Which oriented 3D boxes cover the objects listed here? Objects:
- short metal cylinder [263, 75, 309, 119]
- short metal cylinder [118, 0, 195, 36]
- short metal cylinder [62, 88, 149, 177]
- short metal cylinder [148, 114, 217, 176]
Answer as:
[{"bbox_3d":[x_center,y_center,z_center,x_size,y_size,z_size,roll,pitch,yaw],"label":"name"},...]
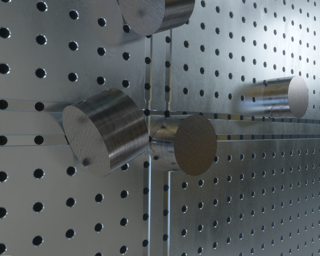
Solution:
[{"bbox_3d":[0.242,-0.058,0.595,0.081,0.050,0.079,0,90,-40],"label":"short metal cylinder"},{"bbox_3d":[-0.005,-0.156,0.368,0.050,0.080,0.080,-29,108,-36],"label":"short metal cylinder"},{"bbox_3d":[-0.058,0.004,0.325,0.050,0.080,0.080,-31,109,-36],"label":"short metal cylinder"},{"bbox_3d":[0.031,0.022,0.419,0.081,0.050,0.079,0,91,-40],"label":"short metal cylinder"}]
